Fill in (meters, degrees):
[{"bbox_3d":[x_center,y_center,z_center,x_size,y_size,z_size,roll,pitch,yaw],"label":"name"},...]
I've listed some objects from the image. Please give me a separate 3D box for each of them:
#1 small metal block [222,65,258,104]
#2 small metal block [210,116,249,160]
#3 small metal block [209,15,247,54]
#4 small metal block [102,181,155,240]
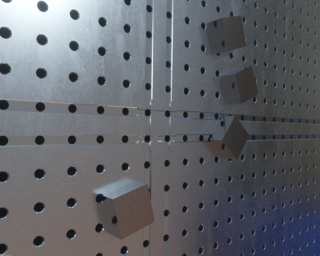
[{"bbox_3d":[0.136,-0.072,0.521,0.050,0.025,0.050,-30,109,-36],"label":"small metal block"},{"bbox_3d":[0.114,0.015,0.503,0.050,0.025,0.050,48,62,-29],"label":"small metal block"},{"bbox_3d":[0.110,-0.151,0.500,0.050,0.025,0.050,-22,104,-38],"label":"small metal block"},{"bbox_3d":[-0.038,0.098,0.377,0.050,0.025,0.050,-17,101,-39],"label":"small metal block"}]
